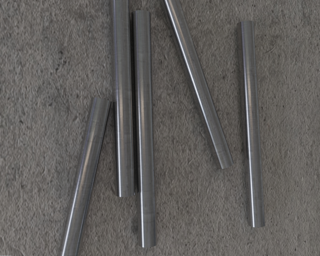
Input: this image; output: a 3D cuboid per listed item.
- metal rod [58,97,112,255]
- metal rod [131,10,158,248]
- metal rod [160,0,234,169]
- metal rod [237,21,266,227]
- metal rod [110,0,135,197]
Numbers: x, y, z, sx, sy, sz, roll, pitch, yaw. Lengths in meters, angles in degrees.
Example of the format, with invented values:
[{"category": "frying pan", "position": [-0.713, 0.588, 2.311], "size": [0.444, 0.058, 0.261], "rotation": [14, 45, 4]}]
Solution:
[{"category": "metal rod", "position": [-0.100, 0.111, 0.372], "size": [0.025, 0.025, 0.298], "rotation": [12, 86, -20]}, {"category": "metal rod", "position": [-0.020, 0.002, 0.401], "size": [0.025, 0.025, 0.298], "rotation": [-2, 91, -20]}, {"category": "metal rod", "position": [0.044, -0.086, 0.424], "size": [0.025, 0.025, 0.298], "rotation": [-22, 98, -19]}, {"category": "metal rod", "position": [0.135, -0.005, 0.458], "size": [0.025, 0.025, 0.298], "rotation": [-4, 92, -20]}, {"category": "metal rod", "position": [-0.048, -0.065, 0.390], "size": [0.025, 0.025, 0.298], "rotation": [-2, 91, -20]}]
